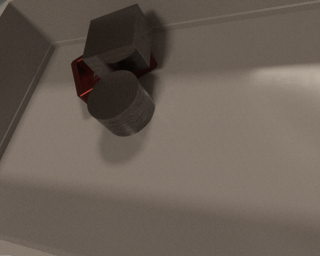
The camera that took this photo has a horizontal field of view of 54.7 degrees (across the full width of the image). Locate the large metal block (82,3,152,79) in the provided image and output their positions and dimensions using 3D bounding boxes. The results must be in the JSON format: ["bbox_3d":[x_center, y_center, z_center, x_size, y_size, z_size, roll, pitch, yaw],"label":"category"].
[{"bbox_3d":[-0.060,-0.126,0.457,0.080,0.050,0.080,-11,57,22],"label":"large metal block"}]

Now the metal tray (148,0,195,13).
[{"bbox_3d":[0.044,-0.267,0.544,0.090,0.030,0.130,34,80,38],"label":"metal tray"}]

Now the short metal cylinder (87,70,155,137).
[{"bbox_3d":[-0.054,-0.034,0.438,0.080,0.050,0.080,-13,56,20],"label":"short metal cylinder"}]

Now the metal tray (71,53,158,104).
[{"bbox_3d":[-0.078,-0.104,0.504,0.130,0.030,0.090,-29,52,9],"label":"metal tray"}]
